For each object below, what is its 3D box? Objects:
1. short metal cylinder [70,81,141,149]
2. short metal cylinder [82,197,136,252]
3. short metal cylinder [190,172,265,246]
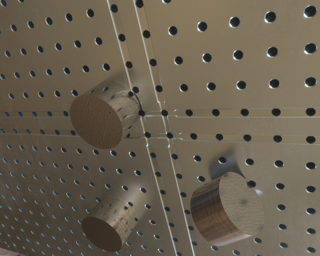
[{"bbox_3d":[-0.073,-0.018,0.421,0.080,0.050,0.079,13,123,20],"label":"short metal cylinder"},{"bbox_3d":[-0.089,0.170,0.545,0.080,0.050,0.079,13,124,20],"label":"short metal cylinder"},{"bbox_3d":[0.086,0.103,0.393,0.080,0.080,0.050,47,129,-5],"label":"short metal cylinder"}]
